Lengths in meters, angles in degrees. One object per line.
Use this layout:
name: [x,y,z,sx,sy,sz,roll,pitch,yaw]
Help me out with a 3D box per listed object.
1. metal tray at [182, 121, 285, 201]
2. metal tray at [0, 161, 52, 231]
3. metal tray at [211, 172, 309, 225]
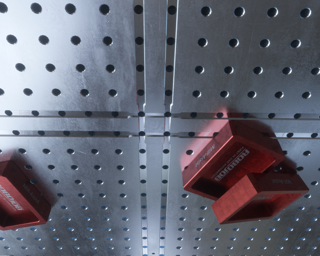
metal tray: [0.104,0.057,0.458,0.091,0.030,0.129,23,126,-19]
metal tray: [-0.249,0.114,0.501,0.090,0.030,0.129,-12,130,9]
metal tray: [0.153,0.107,0.470,0.131,0.030,0.089,8,133,-37]
